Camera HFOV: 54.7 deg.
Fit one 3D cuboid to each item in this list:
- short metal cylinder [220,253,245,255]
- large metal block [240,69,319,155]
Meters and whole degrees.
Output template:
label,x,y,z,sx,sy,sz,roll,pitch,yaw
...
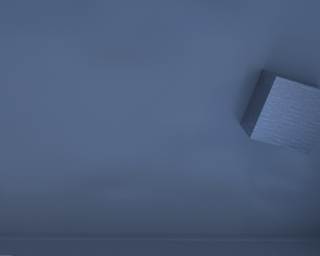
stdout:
label,x,y,z,sx,sy,sz,roll,pitch,yaw
short metal cylinder,0.118,0.250,0.494,0.081,0.050,0.079,0,110,-1
large metal block,0.160,-0.021,0.392,0.080,0.050,0.079,15,109,-6
